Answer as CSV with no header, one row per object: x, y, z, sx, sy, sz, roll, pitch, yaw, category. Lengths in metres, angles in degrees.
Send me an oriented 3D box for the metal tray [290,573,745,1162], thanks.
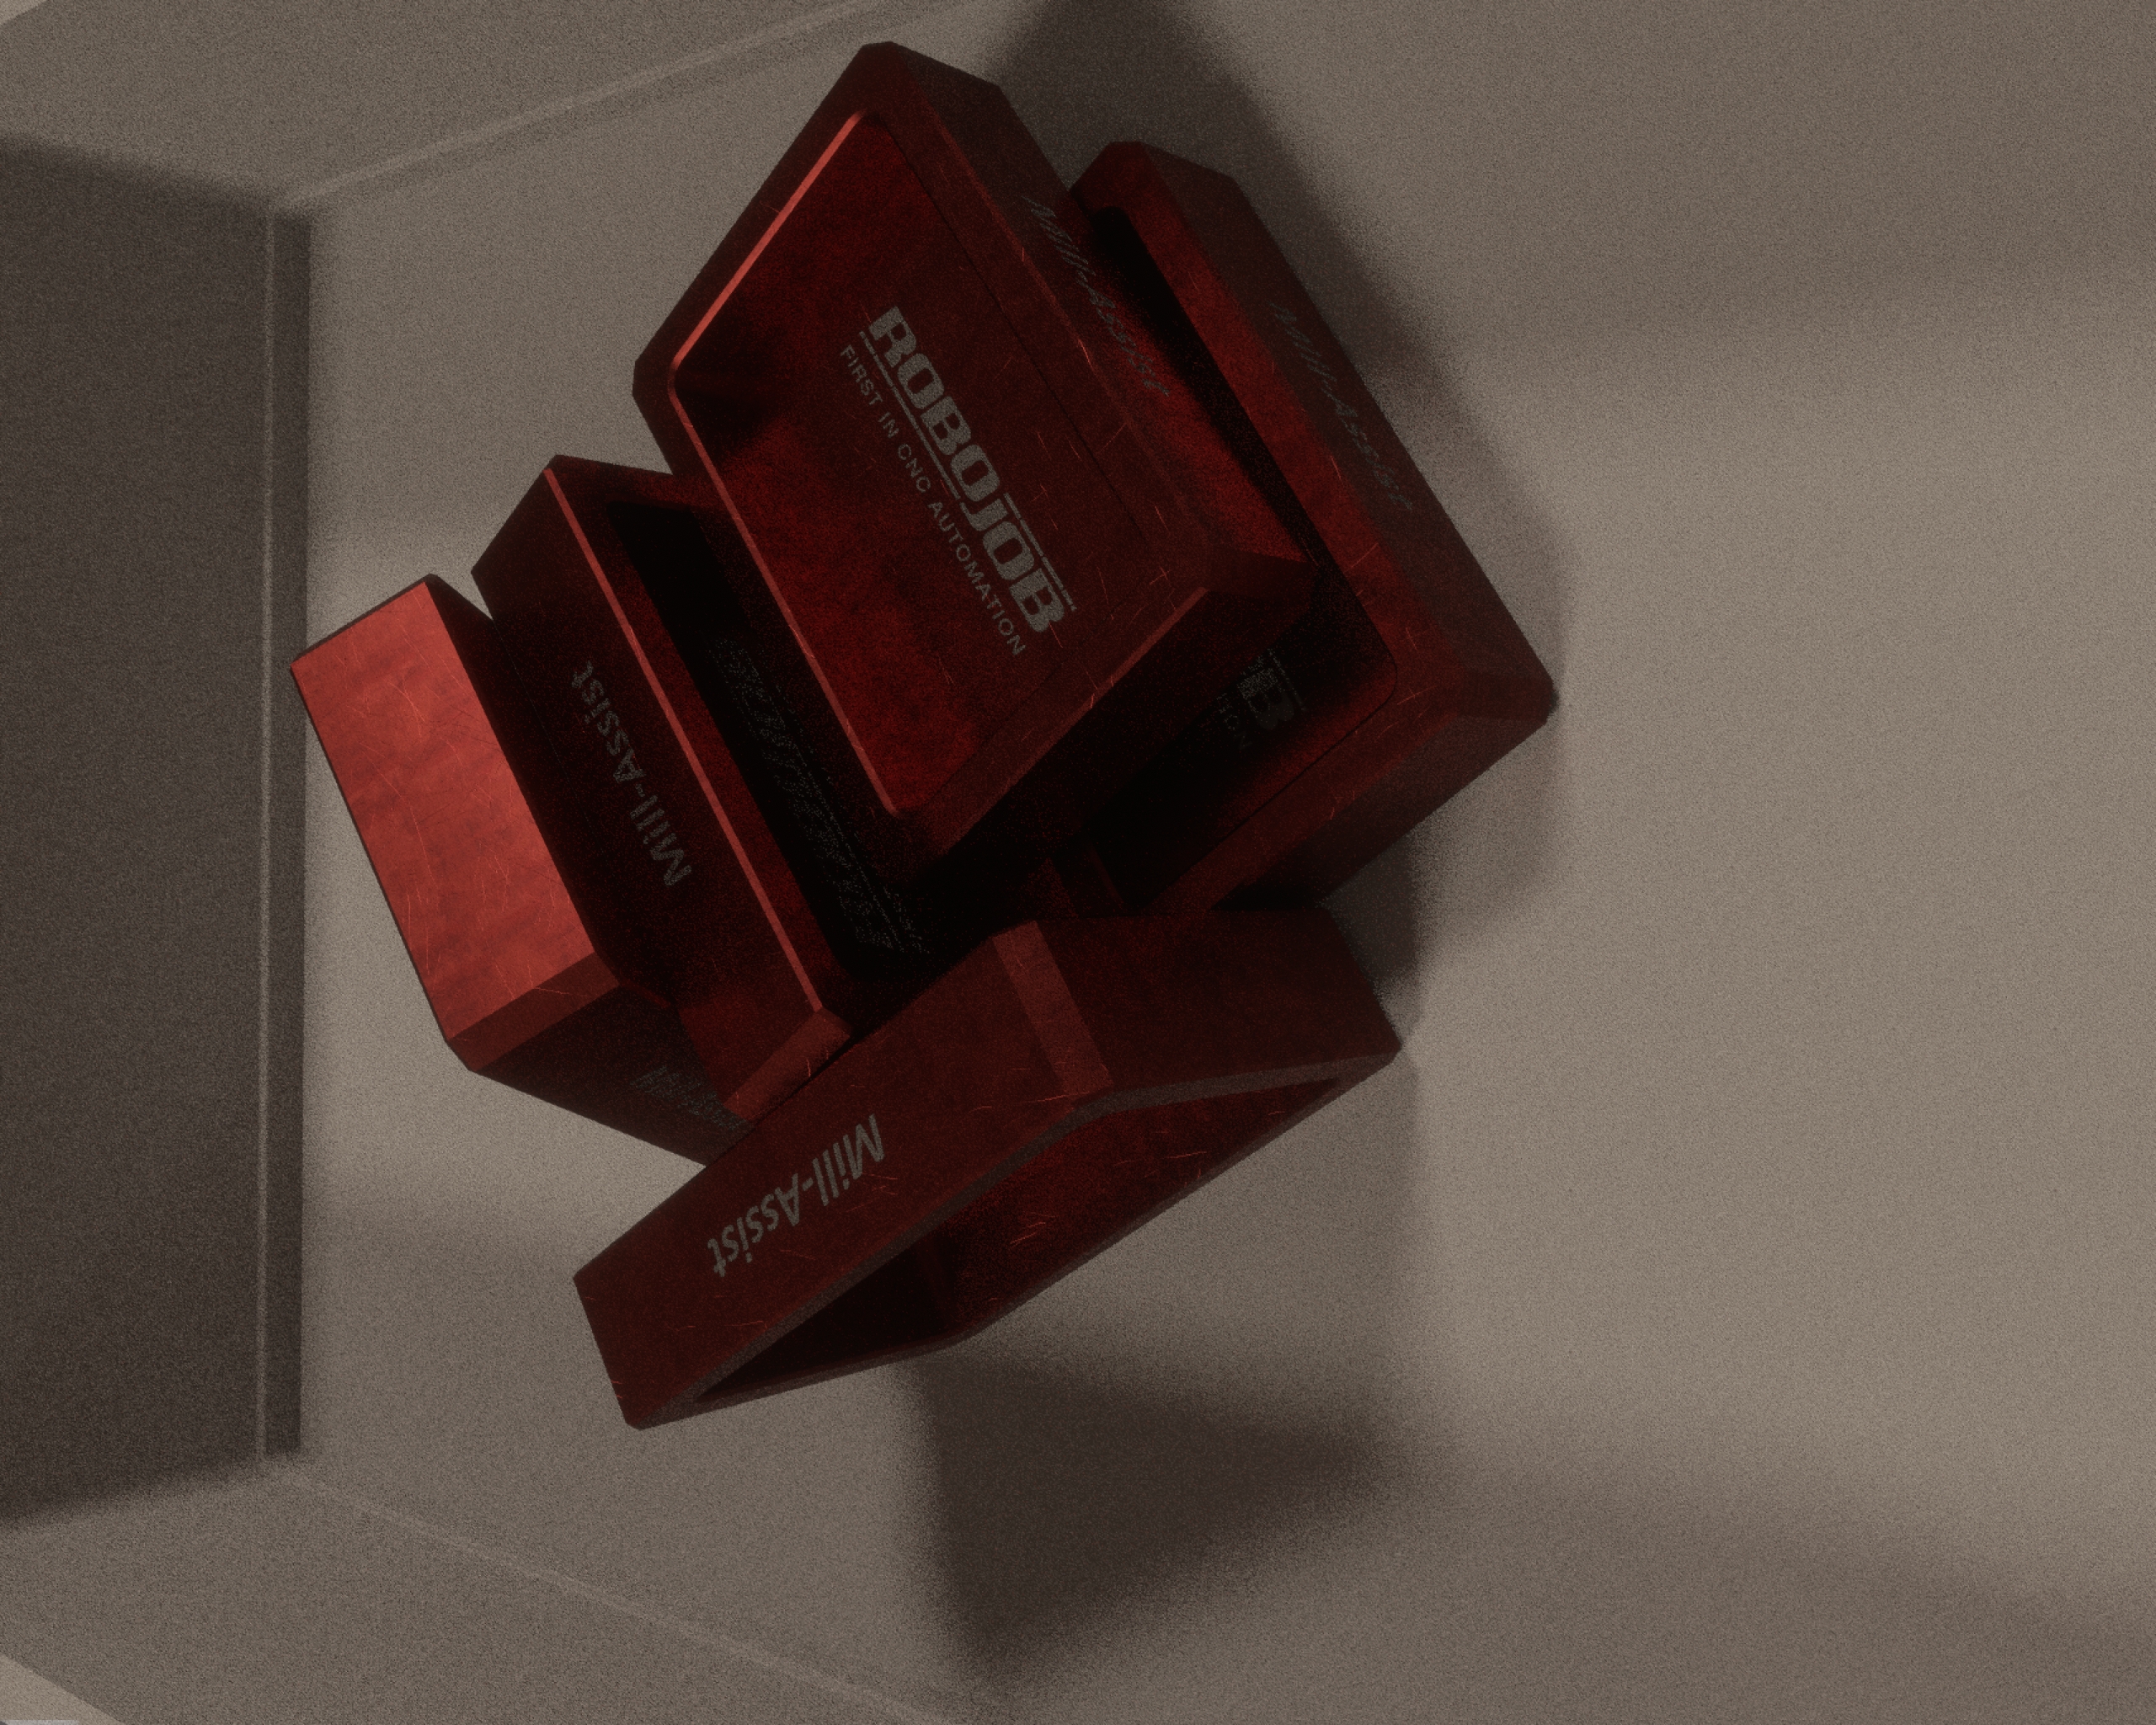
-0.093,0.009,0.412,0.030,0.130,0.090,-31,67,3,metal tray

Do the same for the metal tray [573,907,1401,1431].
-0.017,0.055,0.375,0.130,0.091,0.030,-39,66,32,metal tray

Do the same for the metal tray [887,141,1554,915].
0.017,-0.055,0.387,0.090,0.030,0.130,-42,64,33,metal tray

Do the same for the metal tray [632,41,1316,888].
-0.025,-0.071,0.380,0.090,0.030,0.130,-44,63,31,metal tray

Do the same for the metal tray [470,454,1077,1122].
-0.050,-0.016,0.400,0.030,0.091,0.130,-44,64,31,metal tray
